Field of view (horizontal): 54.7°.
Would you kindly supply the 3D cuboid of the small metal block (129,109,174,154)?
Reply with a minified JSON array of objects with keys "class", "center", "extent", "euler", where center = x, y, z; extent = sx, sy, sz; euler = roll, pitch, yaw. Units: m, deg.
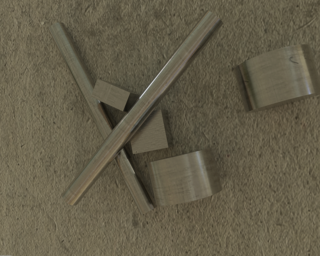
[{"class":"small metal block","center":[-0.013,0.005,0.413],"extent":[0.050,0.025,0.050],"euler":[-12,86,19]}]

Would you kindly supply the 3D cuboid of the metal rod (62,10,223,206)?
[{"class":"metal rod","center":[-0.029,-0.017,0.392],"extent":[0.025,0.025,0.299],"euler":[43,102,15]}]

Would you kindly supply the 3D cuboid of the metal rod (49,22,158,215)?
[{"class":"metal rod","center":[-0.084,-0.020,0.438],"extent":[0.025,0.025,0.299],"euler":[-31,80,17]}]

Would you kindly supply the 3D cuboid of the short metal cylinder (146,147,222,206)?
[{"class":"short metal cylinder","center":[0.029,0.056,0.370],"extent":[0.080,0.080,0.050],"euler":[-15,85,19]}]

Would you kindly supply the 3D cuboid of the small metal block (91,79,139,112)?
[{"class":"small metal block","center":[-0.054,-0.042,0.415],"extent":[0.050,0.050,0.025],"euler":[25,98,18]}]

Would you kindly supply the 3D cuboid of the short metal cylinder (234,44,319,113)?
[{"class":"short metal cylinder","center":[0.126,-0.050,0.335],"extent":[0.080,0.080,0.050],"euler":[-15,85,19]}]
